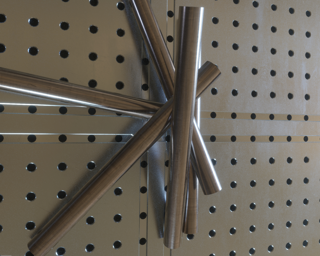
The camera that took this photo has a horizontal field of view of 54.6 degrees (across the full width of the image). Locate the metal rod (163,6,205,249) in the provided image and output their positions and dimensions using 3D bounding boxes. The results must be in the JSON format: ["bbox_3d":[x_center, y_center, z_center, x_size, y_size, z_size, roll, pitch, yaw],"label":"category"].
[{"bbox_3d":[0.024,0.017,0.364,0.025,0.025,0.298,-6,114,-20],"label":"metal rod"}]

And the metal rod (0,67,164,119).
[{"bbox_3d":[-0.131,-0.046,0.364,0.302,0.025,0.025,11,86,-20],"label":"metal rod"}]

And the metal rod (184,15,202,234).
[{"bbox_3d":[0.043,-0.007,0.428,0.025,0.025,0.298,1,90,-20],"label":"metal rod"}]

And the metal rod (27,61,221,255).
[{"bbox_3d":[-0.039,0.034,0.369,0.300,0.025,0.025,-46,105,-3],"label":"metal rod"}]

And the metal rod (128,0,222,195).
[{"bbox_3d":[0.014,-0.057,0.400,0.025,0.025,0.299,-22,91,-19],"label":"metal rod"}]
